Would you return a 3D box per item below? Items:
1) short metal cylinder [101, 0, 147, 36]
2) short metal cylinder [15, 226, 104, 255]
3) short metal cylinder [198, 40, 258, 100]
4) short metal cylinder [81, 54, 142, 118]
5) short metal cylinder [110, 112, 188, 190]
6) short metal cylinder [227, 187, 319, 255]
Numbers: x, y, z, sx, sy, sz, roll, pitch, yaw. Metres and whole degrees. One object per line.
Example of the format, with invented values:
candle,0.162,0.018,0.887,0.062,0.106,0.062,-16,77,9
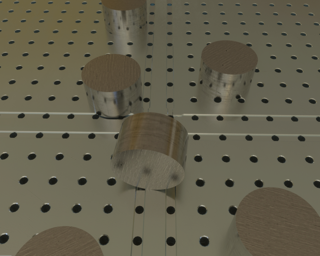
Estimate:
short metal cylinder,-0.064,-0.214,0.571,0.081,0.050,0.080,0,50,0
short metal cylinder,-0.087,0.136,0.276,0.081,0.050,0.080,0,50,0
short metal cylinder,0.100,-0.087,0.465,0.081,0.050,0.080,0,50,0
short metal cylinder,-0.066,-0.061,0.442,0.081,0.050,0.080,0,50,0
short metal cylinder,-0.010,0.028,0.348,0.080,0.080,0.050,6,50,5
short metal cylinder,0.110,0.106,0.303,0.081,0.050,0.080,0,50,0
